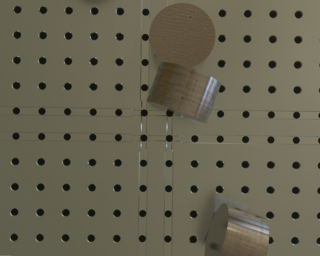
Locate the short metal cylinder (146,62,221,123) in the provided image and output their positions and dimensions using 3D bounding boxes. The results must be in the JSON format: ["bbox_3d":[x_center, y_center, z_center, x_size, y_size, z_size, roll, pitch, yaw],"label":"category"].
[{"bbox_3d":[0.029,-0.043,0.386,0.080,0.080,0.050,20,90,0],"label":"short metal cylinder"}]

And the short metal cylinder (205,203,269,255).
[{"bbox_3d":[0.094,0.141,0.387,0.050,0.080,0.080,19,90,0],"label":"short metal cylinder"}]

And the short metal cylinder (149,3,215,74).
[{"bbox_3d":[0.027,-0.112,0.401,0.081,0.050,0.080,0,90,0],"label":"short metal cylinder"}]
